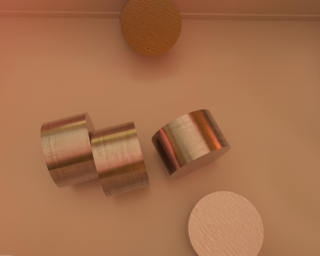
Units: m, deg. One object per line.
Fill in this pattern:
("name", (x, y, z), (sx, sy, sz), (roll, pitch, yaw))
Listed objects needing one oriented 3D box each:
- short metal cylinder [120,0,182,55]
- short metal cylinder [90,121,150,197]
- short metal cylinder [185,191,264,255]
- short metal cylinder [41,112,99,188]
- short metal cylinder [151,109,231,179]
("short metal cylinder", (-0.015, -0.144, 0.427), (0.081, 0.050, 0.079), (-3, 111, -9))
("short metal cylinder", (-0.046, 0.036, 0.367), (0.050, 0.080, 0.080), (-15, 71, -5))
("short metal cylinder", (0.071, 0.116, 0.354), (0.081, 0.050, 0.080), (0, 70, 0))
("short metal cylinder", (-0.102, 0.026, 0.370), (0.050, 0.080, 0.080), (-15, 71, -5))
("short metal cylinder", (0.037, 0.020, 0.373), (0.080, 0.080, 0.050), (-24, 72, -8))
